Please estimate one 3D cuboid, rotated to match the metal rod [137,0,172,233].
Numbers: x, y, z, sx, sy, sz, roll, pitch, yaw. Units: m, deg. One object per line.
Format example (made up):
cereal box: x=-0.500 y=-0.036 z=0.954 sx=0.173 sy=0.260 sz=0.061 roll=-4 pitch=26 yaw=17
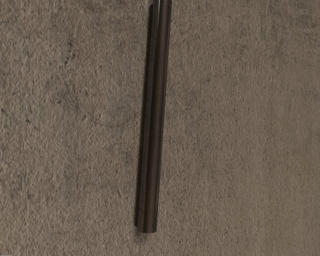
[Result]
metal rod: x=-0.007 y=-0.019 z=0.400 sx=0.025 sy=0.025 sz=0.298 roll=7 pitch=86 yaw=-40
